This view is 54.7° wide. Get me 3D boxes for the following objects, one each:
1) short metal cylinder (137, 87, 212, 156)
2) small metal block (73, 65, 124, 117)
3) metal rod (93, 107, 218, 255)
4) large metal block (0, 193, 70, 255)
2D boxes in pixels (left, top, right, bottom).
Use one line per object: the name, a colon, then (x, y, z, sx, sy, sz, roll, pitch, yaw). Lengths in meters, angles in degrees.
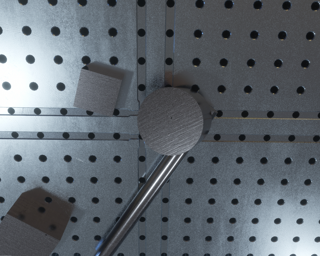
short metal cylinder: (0.019, -0.010, 0.382, 0.080, 0.050, 0.079, 2, 97, 20)
small metal block: (-0.078, -0.047, 0.395, 0.050, 0.025, 0.050, 16, 109, -6)
metal rod: (-0.015, 0.091, 0.446, 0.025, 0.025, 0.299, 31, 107, -11)
large metal block: (-0.195, 0.157, 0.455, 0.080, 0.050, 0.080, 33, 107, -12)
